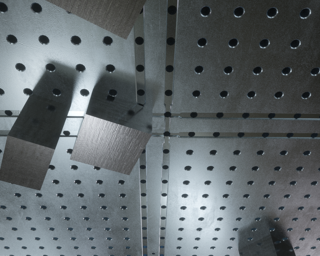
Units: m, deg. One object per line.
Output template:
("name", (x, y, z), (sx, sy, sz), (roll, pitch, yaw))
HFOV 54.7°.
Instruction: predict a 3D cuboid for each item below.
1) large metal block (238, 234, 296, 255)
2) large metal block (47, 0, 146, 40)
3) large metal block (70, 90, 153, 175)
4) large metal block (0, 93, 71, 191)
("large metal block", (0.221, 0.269, 0.628), (0.080, 0.050, 0.080), (35, 122, -26))
("large metal block", (-0.048, -0.140, 0.275), (0.080, 0.050, 0.080), (22, 126, -19))
("large metal block", (-0.062, 0.008, 0.401), (0.081, 0.050, 0.079), (18, 128, -15))
("large metal block", (-0.156, 0.017, 0.388), (0.050, 0.080, 0.079), (20, 127, -16))
